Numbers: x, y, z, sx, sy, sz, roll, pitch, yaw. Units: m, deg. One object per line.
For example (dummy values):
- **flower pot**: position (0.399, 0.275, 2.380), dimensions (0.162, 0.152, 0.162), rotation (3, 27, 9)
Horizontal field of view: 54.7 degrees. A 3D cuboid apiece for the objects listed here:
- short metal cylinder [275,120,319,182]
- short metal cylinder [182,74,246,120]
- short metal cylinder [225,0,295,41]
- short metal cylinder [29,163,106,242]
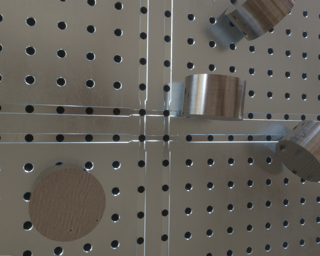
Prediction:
- **short metal cylinder**: position (0.225, 0.035, 0.469), dimensions (0.050, 0.080, 0.080), rotation (-39, 103, -16)
- **short metal cylinder**: position (0.071, -0.038, 0.411), dimensions (0.081, 0.080, 0.050), rotation (6, 88, -20)
- **short metal cylinder**: position (0.139, -0.170, 0.436), dimensions (0.050, 0.080, 0.080), rotation (43, 76, -15)
- **short metal cylinder**: position (-0.108, 0.083, 0.360), dimensions (0.081, 0.050, 0.079), rotation (0, 90, -22)
